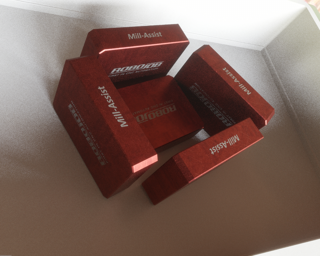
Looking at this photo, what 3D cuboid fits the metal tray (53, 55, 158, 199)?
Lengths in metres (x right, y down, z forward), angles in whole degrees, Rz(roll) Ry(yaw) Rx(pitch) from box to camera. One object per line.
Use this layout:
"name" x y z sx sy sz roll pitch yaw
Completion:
"metal tray" -0.064 0.001 0.327 0.030 0.090 0.130 -23 75 -37

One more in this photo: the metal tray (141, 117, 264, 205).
"metal tray" 0.051 0.038 0.367 0.131 0.090 0.030 -23 74 -36

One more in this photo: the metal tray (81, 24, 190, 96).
"metal tray" -0.036 -0.087 0.396 0.131 0.090 0.030 -17 71 -35

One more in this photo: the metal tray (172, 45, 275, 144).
"metal tray" 0.080 -0.039 0.431 0.130 0.090 0.030 45 52 3

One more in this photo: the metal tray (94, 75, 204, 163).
"metal tray" -0.016 -0.013 0.400 0.131 0.030 0.090 -22 74 -36
